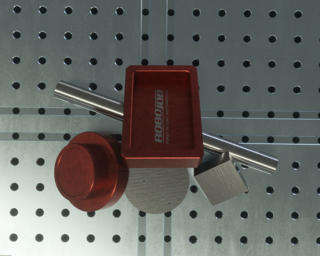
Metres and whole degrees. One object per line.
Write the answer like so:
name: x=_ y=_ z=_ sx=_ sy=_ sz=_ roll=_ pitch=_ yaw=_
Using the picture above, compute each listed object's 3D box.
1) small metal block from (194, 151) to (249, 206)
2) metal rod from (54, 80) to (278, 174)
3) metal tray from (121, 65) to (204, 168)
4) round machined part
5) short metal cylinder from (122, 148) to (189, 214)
small metal block: x=0.078 y=0.065 z=0.399 sx=0.050 sy=0.025 sz=0.050 roll=-28 pitch=106 yaw=16
metal rod: x=0.008 y=-0.001 z=0.410 sx=0.301 sy=0.025 sz=0.025 roll=20 pitch=90 yaw=0
metal tray: x=0.002 y=-0.017 z=0.378 sx=0.091 sy=0.030 sz=0.130 roll=0 pitch=61 yaw=-1
round machined part: x=-0.090 y=0.053 z=0.377 sx=0.098 sy=0.042 sz=0.097 roll=-3 pitch=84 yaw=32
short metal cylinder: x=-0.005 y=0.064 z=0.397 sx=0.081 sy=0.050 sz=0.079 roll=0 pitch=90 yaw=0
